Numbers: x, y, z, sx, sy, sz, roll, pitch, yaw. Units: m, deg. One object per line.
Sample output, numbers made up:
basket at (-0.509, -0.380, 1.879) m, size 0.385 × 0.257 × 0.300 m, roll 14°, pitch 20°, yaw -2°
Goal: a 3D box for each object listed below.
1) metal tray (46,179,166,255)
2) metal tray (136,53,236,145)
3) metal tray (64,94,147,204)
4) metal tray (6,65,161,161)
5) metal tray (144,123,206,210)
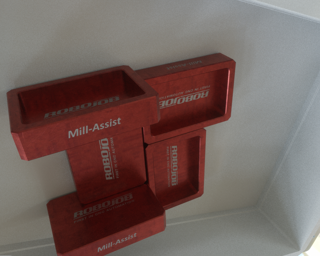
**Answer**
metal tray at (-0.069, 0.112, 0.396) m, size 0.131 × 0.090 × 0.030 m, roll -16°, pitch 125°, yaw -20°
metal tray at (0.032, -0.039, 0.398) m, size 0.131 × 0.030 × 0.089 m, roll -16°, pitch 125°, yaw -20°
metal tray at (-0.068, 0.026, 0.382) m, size 0.091 × 0.030 × 0.129 m, roll -16°, pitch 125°, yaw -20°
metal tray at (-0.076, -0.022, 0.307) m, size 0.131 × 0.090 × 0.030 m, roll -17°, pitch 125°, yaw -19°
metal tray at (0.019, 0.058, 0.451) m, size 0.091 × 0.030 × 0.129 m, roll -16°, pitch 125°, yaw -20°
